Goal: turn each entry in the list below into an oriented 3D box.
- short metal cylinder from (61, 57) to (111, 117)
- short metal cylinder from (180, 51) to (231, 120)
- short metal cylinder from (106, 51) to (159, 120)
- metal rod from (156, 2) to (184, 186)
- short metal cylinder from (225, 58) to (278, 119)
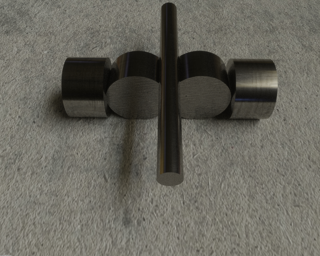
[{"bbox_3d":[-0.094,-0.054,0.414,0.050,0.080,0.080,1,50,0],"label":"short metal cylinder"},{"bbox_3d":[0.051,-0.056,0.416,0.080,0.080,0.050,1,50,0],"label":"short metal cylinder"},{"bbox_3d":[-0.029,-0.055,0.416,0.080,0.080,0.050,1,50,0],"label":"short metal cylinder"},{"bbox_3d":[0.012,-0.067,0.381,0.025,0.025,0.300,1,50,0],"label":"metal rod"},{"bbox_3d":[0.117,-0.052,0.414,0.050,0.080,0.080,1,50,0],"label":"short metal cylinder"}]
